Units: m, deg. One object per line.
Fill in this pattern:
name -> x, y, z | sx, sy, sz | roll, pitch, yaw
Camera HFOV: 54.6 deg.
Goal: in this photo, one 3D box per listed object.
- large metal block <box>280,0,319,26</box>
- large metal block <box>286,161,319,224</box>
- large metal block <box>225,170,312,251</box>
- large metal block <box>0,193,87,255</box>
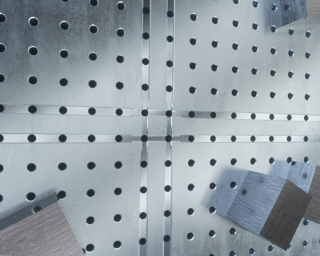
large metal block -> 0.238, -0.209, 0.486 | 0.081, 0.050, 0.080 | -10, 93, -20
large metal block -> 0.244, 0.106, 0.489 | 0.080, 0.050, 0.080 | 24, 82, -19
large metal block -> 0.150, 0.112, 0.439 | 0.050, 0.080, 0.080 | 34, 79, -17
large metal block -> -0.137, 0.132, 0.349 | 0.080, 0.050, 0.080 | -26, 99, -18
